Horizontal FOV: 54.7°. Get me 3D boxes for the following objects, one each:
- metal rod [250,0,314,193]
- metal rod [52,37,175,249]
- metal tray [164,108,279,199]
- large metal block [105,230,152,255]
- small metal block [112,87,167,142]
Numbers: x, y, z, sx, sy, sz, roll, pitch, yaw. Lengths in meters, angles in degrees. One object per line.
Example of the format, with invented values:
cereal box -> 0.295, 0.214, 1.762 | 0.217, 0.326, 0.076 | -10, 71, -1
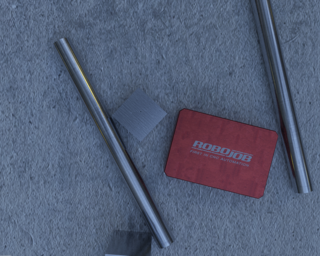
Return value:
metal rod -> 0.158, -0.062, 0.412 | 0.025, 0.025, 0.298 | -13, 90, 0
metal rod -> -0.060, 0.020, 0.409 | 0.025, 0.025, 0.299 | -28, 90, 0
metal tray -> 0.078, 0.033, 0.409 | 0.131, 0.030, 0.089 | 14, 90, -1
large metal block -> -0.039, 0.181, 0.382 | 0.050, 0.080, 0.079 | 5, 90, 0
small metal block -> -0.026, -0.017, 0.410 | 0.050, 0.025, 0.050 | 43, 90, -1
